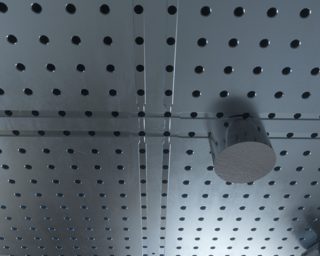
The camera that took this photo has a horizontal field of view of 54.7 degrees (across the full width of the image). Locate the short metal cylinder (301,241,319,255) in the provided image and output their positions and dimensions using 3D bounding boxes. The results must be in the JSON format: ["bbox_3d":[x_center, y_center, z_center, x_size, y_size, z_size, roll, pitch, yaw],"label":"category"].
[{"bbox_3d":[0.329,0.271,0.611,0.081,0.080,0.050,19,127,-16],"label":"short metal cylinder"}]

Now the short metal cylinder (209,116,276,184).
[{"bbox_3d":[0.111,0.031,0.423,0.081,0.050,0.079,0,130,0],"label":"short metal cylinder"}]
